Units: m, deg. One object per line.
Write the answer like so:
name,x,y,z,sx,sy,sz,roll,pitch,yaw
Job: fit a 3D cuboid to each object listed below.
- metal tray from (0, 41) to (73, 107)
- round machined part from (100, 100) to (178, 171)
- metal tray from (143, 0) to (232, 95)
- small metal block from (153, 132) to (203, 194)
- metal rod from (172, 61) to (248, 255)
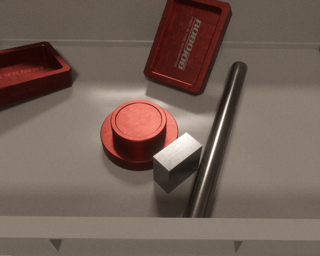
metal tray,-0.208,-0.081,0.453,0.131,0.030,0.090,-23,54,-30
round machined part,-0.026,0.002,0.392,0.099,0.042,0.098,0,50,0
metal tray,0.040,-0.123,0.451,0.090,0.030,0.129,21,98,16
small metal block,0.020,0.041,0.355,0.050,0.050,0.025,-34,58,-26
metal rod,0.074,0.014,0.394,0.025,0.025,0.301,15,51,12
